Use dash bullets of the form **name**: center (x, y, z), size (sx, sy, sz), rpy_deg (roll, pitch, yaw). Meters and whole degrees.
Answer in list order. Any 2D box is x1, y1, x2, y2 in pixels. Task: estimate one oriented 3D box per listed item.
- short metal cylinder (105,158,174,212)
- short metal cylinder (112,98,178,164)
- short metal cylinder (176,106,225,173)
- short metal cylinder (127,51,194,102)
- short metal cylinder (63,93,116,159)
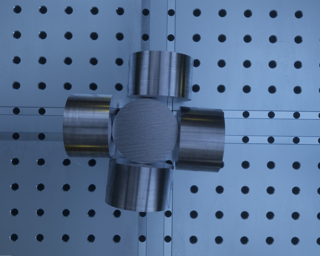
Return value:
- **short metal cylinder**: center (-0.025, 0.068, 0.384), size (0.080, 0.080, 0.050), rpy_deg (6, 90, 0)
- **short metal cylinder**: center (-0.018, 0.004, 0.401), size (0.081, 0.050, 0.080), rpy_deg (0, 90, -2)
- **short metal cylinder**: center (0.047, 0.014, 0.386), size (0.050, 0.080, 0.080), rpy_deg (4, 90, 0)
- **short metal cylinder**: center (0.000, -0.061, 0.385), size (0.081, 0.080, 0.050), rpy_deg (3, 90, 0)
- **short metal cylinder**: center (-0.084, -0.003, 0.385), size (0.050, 0.080, 0.079), rpy_deg (2, 90, -1)
